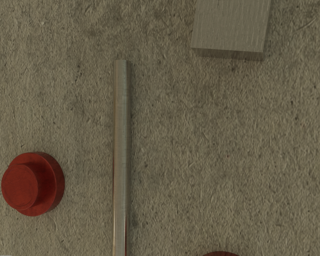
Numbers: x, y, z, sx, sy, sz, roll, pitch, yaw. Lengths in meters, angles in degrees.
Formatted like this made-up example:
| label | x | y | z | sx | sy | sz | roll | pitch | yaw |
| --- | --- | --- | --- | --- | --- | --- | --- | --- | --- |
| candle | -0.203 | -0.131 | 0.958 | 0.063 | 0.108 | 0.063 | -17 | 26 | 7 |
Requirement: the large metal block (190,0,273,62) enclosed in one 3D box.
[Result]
| label | x | y | z | sx | sy | sz | roll | pitch | yaw |
| --- | --- | --- | --- | --- | --- | --- | --- | --- | --- |
| large metal block | 0.087 | -0.126 | 0.365 | 0.080 | 0.050 | 0.079 | 9 | 93 | 19 |

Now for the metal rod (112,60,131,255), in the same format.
| label | x | y | z | sx | sy | sz | roll | pitch | yaw |
| --- | --- | --- | --- | --- | --- | --- | --- | --- | --- |
| metal rod | -0.053 | 0.058 | 0.427 | 0.025 | 0.025 | 0.298 | 0 | 90 | 20 |

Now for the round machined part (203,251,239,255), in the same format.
| label | x | y | z | sx | sy | sz | roll | pitch | yaw |
| --- | --- | --- | --- | --- | --- | --- | --- | --- | --- |
| round machined part | 0.076 | 0.205 | 0.373 | 0.098 | 0.042 | 0.097 | 0 | 90 | 20 |

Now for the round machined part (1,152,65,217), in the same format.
| label | x | y | z | sx | sy | sz | roll | pitch | yaw |
| --- | --- | --- | --- | --- | --- | --- | --- | --- | --- |
| round machined part | -0.199 | 0.086 | 0.470 | 0.098 | 0.042 | 0.097 | 0 | 90 | 20 |
